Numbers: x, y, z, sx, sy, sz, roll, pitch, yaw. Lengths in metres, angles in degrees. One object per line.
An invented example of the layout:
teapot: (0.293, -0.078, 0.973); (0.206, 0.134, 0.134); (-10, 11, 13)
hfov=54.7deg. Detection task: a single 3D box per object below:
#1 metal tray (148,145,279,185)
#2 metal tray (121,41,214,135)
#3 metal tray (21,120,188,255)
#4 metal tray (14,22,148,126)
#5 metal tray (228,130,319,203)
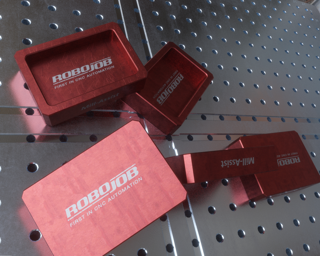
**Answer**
metal tray: (0.063, 0.045, 0.371); (0.131, 0.090, 0.030); (-3, 80, -30)
metal tray: (0.015, -0.062, 0.451); (0.090, 0.030, 0.130); (39, 51, -3)
metal tray: (-0.051, 0.064, 0.296); (0.130, 0.030, 0.090); (-33, 79, -4)
metal tray: (-0.092, -0.069, 0.375); (0.131, 0.030, 0.090); (-25, 75, -20)
metal tray: (0.175, 0.054, 0.469); (0.131, 0.030, 0.090); (-5, 64, -31)
